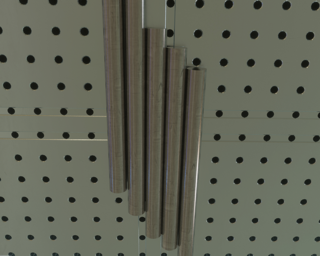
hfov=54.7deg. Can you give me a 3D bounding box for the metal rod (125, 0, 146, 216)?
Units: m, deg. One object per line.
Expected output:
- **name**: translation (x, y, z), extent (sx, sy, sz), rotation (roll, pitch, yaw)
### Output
- **metal rod**: translation (-0.031, -0.017, 0.406), extent (0.025, 0.025, 0.298), rotation (1, 110, -1)

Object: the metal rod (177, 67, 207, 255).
- **metal rod**: translation (0.043, 0.066, 0.437), extent (0.025, 0.025, 0.298), rotation (1, 110, -1)

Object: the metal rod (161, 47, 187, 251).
- **metal rod**: translation (0.018, 0.042, 0.428), extent (0.025, 0.025, 0.298), rotation (1, 110, -1)

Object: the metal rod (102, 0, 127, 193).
- **metal rod**: translation (-0.057, -0.053, 0.393), extent (0.025, 0.025, 0.298), rotation (1, 110, -1)

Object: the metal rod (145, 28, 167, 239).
- **metal rod**: translation (-0.007, 0.021, 0.420), extent (0.025, 0.025, 0.298), rotation (1, 110, -1)
